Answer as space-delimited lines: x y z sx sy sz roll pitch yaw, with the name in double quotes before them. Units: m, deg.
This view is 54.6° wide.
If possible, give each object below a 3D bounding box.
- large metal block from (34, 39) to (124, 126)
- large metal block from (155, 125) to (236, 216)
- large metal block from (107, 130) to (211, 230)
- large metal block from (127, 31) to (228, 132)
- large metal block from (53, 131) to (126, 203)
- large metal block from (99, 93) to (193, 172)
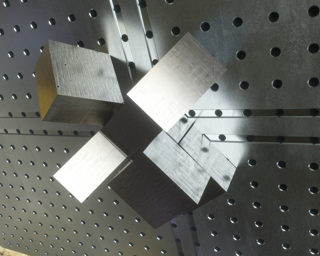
"large metal block" -0.099 -0.052 0.377 0.050 0.081 0.080 -44 54 39
"large metal block" 0.038 0.057 0.410 0.080 0.050 0.080 46 128 -2
"large metal block" -0.002 0.062 0.369 0.080 0.050 0.080 44 128 -4
"large metal block" 0.015 -0.043 0.322 0.050 0.080 0.080 44 89 -2
"large metal block" -0.096 0.054 0.440 0.050 0.080 0.080 45 171 -2
"large metal block" -0.019 -0.001 0.405 0.080 0.050 0.080 44 129 -2
